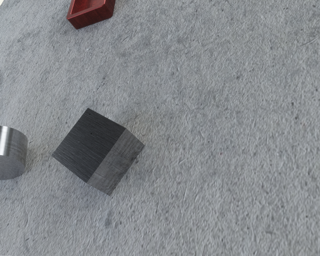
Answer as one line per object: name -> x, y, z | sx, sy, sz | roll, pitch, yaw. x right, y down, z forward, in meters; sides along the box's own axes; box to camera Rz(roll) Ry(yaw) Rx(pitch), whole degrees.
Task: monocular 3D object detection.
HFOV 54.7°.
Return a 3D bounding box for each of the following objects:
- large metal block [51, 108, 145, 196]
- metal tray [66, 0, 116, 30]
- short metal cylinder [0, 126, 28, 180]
large metal block -> -0.082, 0.030, 0.412 | 0.080, 0.050, 0.080 | 26, 76, 37
metal tray -> -0.135, -0.269, 0.636 | 0.090, 0.030, 0.130 | -10, 57, 22
short metal cylinder -> -0.248, 0.040, 0.474 | 0.080, 0.080, 0.050 | -21, 54, 15
